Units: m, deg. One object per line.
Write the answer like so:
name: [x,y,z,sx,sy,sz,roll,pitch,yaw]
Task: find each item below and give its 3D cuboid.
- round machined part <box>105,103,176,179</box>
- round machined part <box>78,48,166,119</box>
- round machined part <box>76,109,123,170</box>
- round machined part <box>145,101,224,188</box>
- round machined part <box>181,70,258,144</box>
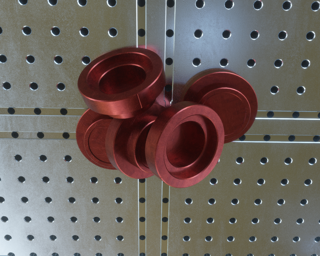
round machined part: [-0.014,0.018,0.385,0.099,0.042,0.097,-12,110,-36]
round machined part: [-0.041,-0.049,0.361,0.099,0.098,0.042,-12,135,4]
round machined part: [-0.062,0.012,0.408,0.099,0.042,0.097,0,110,-1]
round machined part: [0.024,0.016,0.359,0.099,0.042,0.097,-12,112,-31]
round machined part: [0.077,-0.023,0.397,0.099,0.042,0.097,0,110,-1]
